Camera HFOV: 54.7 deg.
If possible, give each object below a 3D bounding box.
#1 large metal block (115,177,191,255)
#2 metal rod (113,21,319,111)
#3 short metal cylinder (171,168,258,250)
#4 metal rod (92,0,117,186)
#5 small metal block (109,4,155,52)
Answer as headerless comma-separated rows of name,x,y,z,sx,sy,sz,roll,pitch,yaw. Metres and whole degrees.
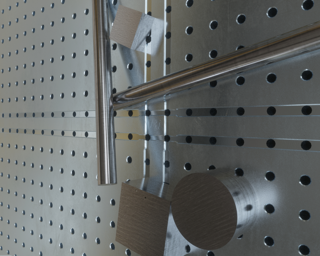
large metal block,-0.007,0.115,0.397,0.080,0.050,0.079,12,98,39
metal rod,0.045,-0.063,0.370,0.300,0.025,0.025,-13,82,39
short metal cylinder,0.060,0.086,0.343,0.080,0.050,0.079,0,90,39
metal rod,-0.082,-0.069,0.445,0.025,0.025,0.299,-18,70,38
small metal block,-0.041,-0.142,0.441,0.050,0.025,0.050,33,110,35
